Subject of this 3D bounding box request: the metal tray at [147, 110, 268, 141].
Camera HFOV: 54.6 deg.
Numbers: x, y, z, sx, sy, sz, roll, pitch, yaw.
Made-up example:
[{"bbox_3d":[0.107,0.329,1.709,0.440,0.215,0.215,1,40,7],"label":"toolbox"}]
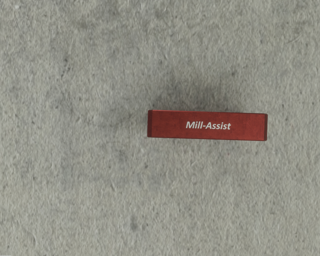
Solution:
[{"bbox_3d":[0.052,-0.003,0.377,0.131,0.090,0.030,2,90,0],"label":"metal tray"}]
